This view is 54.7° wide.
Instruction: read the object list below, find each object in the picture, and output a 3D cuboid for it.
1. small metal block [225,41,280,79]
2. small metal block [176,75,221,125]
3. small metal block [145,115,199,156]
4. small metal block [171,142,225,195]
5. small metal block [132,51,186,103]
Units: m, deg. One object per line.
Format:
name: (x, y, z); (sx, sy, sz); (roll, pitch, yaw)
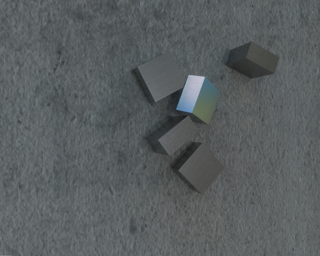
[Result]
small metal block: (0.132, -0.096, 0.446); (0.050, 0.050, 0.025); (22, 83, -19)
small metal block: (0.053, -0.037, 0.417); (0.050, 0.025, 0.050); (29, 78, -52)
small metal block: (0.015, 0.009, 0.402); (0.050, 0.050, 0.025); (-38, 103, -16)
small metal block: (0.053, 0.055, 0.430); (0.050, 0.025, 0.050); (46, 75, -15)
small metal block: (-0.001, -0.067, 0.410); (0.050, 0.025, 0.050); (-30, 100, -18)
